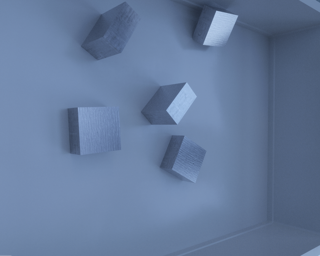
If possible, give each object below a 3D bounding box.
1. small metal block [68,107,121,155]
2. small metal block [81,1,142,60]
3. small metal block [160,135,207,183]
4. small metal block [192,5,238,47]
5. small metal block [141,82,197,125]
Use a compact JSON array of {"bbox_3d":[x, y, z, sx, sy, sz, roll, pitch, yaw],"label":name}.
[{"bbox_3d":[-0.073,0.002,0.347,0.050,0.025,0.050,-5,93,-40],"label":"small metal block"},{"bbox_3d":[-0.055,-0.107,0.346,0.025,0.050,0.050,39,66,-34],"label":"small metal block"},{"bbox_3d":[0.034,0.044,0.437,0.050,0.025,0.050,35,69,-35],"label":"small metal block"},{"bbox_3d":[0.082,-0.151,0.462,0.050,0.025,0.050,-7,130,-40],"label":"small metal block"},{"bbox_3d":[0.011,-0.031,0.402,0.025,0.050,0.050,51,60,-28],"label":"small metal block"}]
